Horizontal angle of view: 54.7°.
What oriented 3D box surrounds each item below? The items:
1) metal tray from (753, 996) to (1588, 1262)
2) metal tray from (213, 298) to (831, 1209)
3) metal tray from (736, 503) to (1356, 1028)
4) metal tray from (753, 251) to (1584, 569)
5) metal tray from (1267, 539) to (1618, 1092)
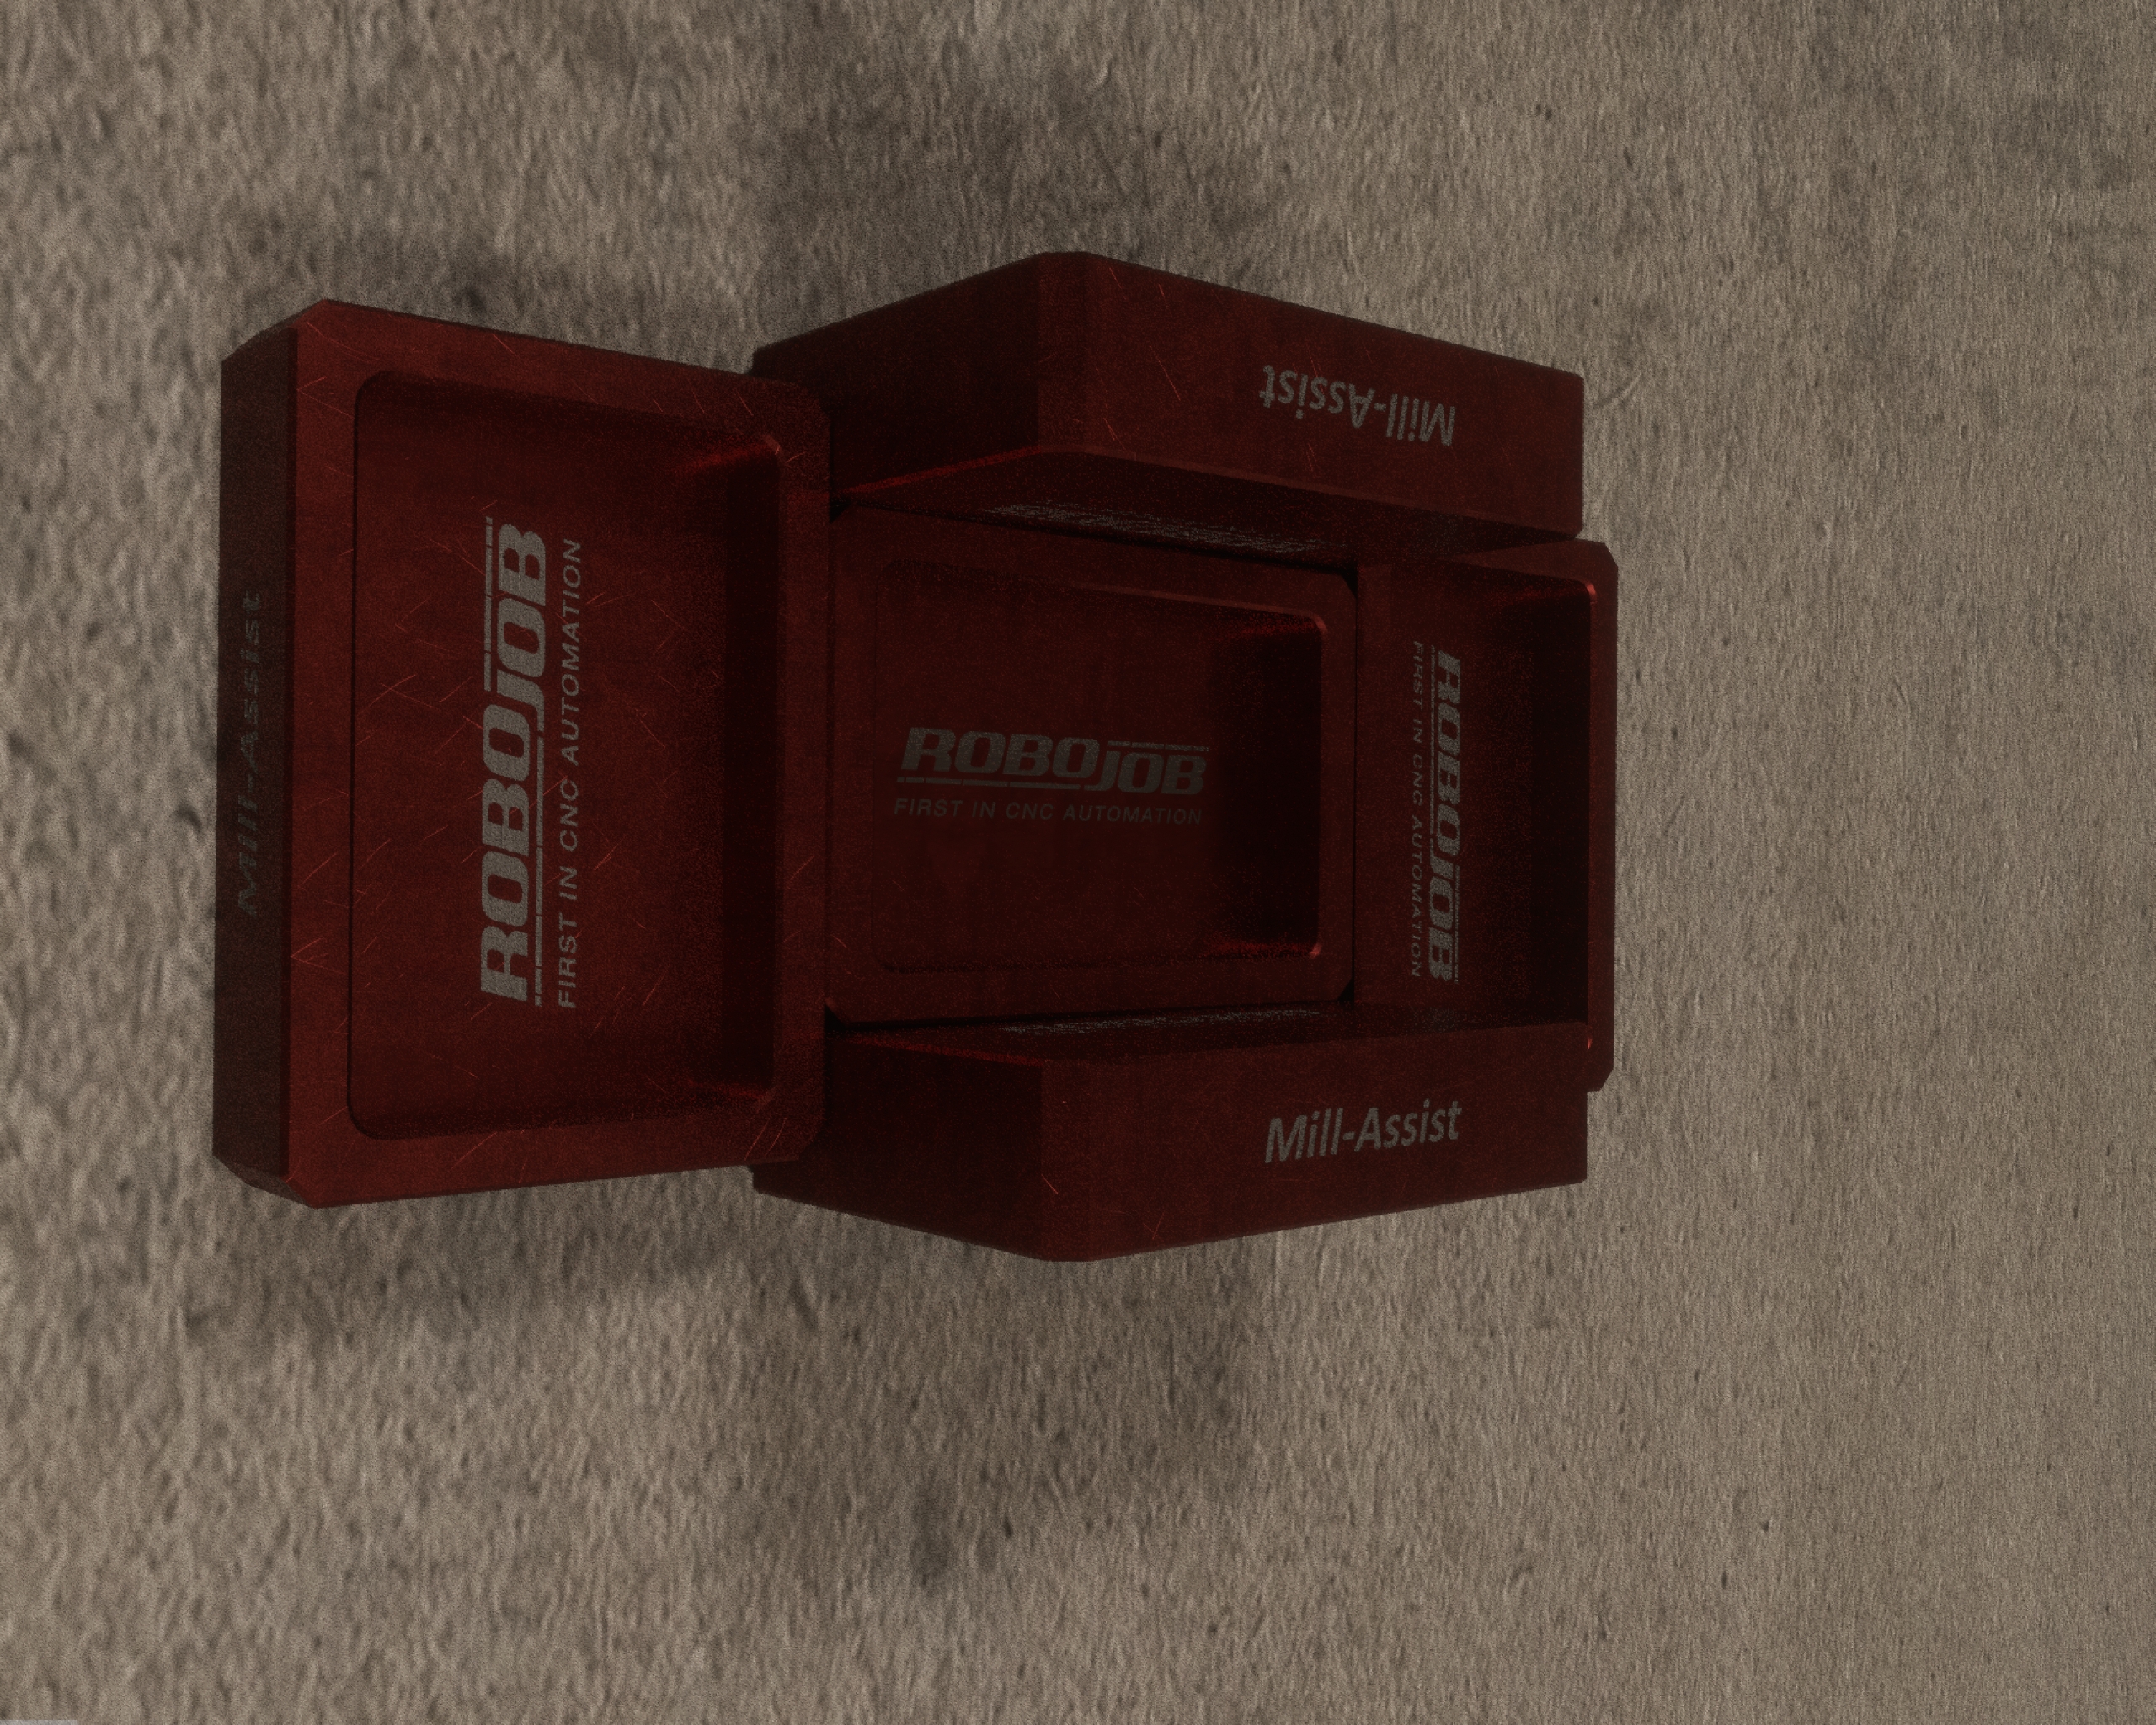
[{"bbox_3d":[0.019,0.044,0.380,0.131,0.090,0.030,0,90,-40],"label":"metal tray"},{"bbox_3d":[-0.086,-0.015,0.332,0.091,0.030,0.129,1,90,-40],"label":"metal tray"},{"bbox_3d":[-0.002,-0.016,0.404,0.131,0.030,0.089,1,90,-40],"label":"metal tray"},{"bbox_3d":[0.018,-0.076,0.381,0.131,0.090,0.030,0,90,-40],"label":"metal tray"},{"bbox_3d":[0.084,-0.011,0.476,0.091,0.030,0.129,1,90,-40],"label":"metal tray"}]
